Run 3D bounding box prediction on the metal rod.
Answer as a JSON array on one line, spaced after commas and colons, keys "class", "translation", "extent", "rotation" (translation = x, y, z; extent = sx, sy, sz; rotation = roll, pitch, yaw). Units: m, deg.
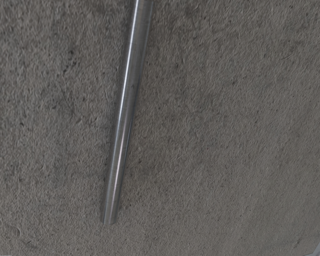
[{"class": "metal rod", "translation": [-0.045, 0.000, 0.380], "extent": [0.025, 0.025, 0.298], "rotation": [-2, 120, -27]}]
